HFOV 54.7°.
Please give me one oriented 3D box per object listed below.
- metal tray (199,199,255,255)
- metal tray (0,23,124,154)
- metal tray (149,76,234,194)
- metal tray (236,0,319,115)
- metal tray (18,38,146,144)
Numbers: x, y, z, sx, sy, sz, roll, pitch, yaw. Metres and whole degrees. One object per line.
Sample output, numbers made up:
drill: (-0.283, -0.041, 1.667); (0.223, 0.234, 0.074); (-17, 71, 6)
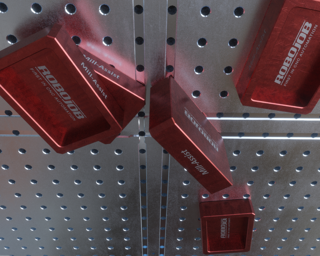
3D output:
metal tray: (0.120, 0.184, 0.566); (0.091, 0.030, 0.129); (-6, 130, 4)
metal tray: (-0.109, -0.035, 0.336); (0.090, 0.030, 0.130); (-20, 128, 16)
metal tray: (0.039, 0.010, 0.377); (0.030, 0.090, 0.130); (-30, 125, 22)
metal tray: (0.150, -0.079, 0.343); (0.091, 0.030, 0.129); (8, 130, -7)
metal tray: (-0.094, -0.042, 0.371); (0.131, 0.030, 0.090); (29, 124, -23)
